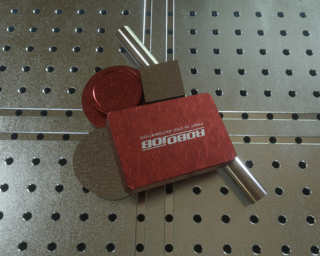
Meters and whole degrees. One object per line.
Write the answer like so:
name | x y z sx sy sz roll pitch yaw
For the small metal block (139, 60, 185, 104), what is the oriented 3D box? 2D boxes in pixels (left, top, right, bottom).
small metal block | 0.003 -0.056 0.403 0.050 0.025 0.050 -11 73 1

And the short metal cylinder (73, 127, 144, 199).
short metal cylinder | -0.059 0.044 0.378 0.081 0.050 0.080 0 70 0

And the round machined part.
round machined part | -0.056 -0.042 0.412 0.099 0.042 0.098 0 70 1

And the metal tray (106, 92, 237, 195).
metal tray | 0.012 0.015 0.359 0.131 0.030 0.090 -13 70 -18

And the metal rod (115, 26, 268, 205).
metal rod | 0.033 -0.028 0.418 0.025 0.025 0.300 -35 74 -12
